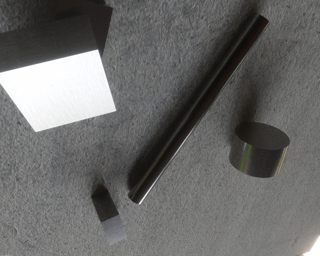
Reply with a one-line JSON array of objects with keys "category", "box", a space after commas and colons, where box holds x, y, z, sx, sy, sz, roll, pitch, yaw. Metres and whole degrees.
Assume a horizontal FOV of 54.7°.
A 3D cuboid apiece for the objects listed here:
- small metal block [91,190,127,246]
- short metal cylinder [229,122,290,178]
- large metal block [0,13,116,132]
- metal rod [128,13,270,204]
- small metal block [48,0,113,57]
[{"category": "small metal block", "box": [-0.071, 0.124, 0.430, 0.025, 0.050, 0.050, -21, 127, -16]}, {"category": "short metal cylinder", "box": [0.151, 0.032, 0.476, 0.081, 0.080, 0.050, -9, 123, -24]}, {"category": "large metal block", "box": [-0.092, -0.048, 0.286, 0.081, 0.050, 0.080, -15, 146, -6]}, {"category": "metal rod", "box": [0.046, -0.018, 0.422, 0.025, 0.025, 0.299, 25, 104, -37]}, {"category": "small metal block", "box": [-0.079, -0.100, 0.302, 0.050, 0.025, 0.050, 4, 117, -31]}]
